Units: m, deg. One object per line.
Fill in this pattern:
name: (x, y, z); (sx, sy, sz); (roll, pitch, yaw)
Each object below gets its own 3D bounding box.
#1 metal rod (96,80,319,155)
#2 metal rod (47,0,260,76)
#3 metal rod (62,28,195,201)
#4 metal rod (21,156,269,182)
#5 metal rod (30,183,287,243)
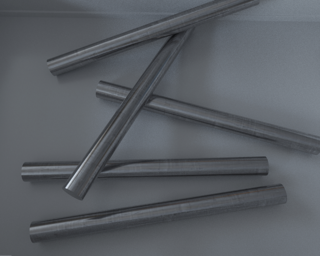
metal rod: (0.061, -0.015, 0.415); (0.302, 0.025, 0.025); (15, 71, 5)
metal rod: (-0.011, -0.133, 0.431); (0.301, 0.025, 0.025); (-19, 71, 3)
metal rod: (-0.025, -0.044, 0.396); (0.025, 0.025, 0.300); (26, 61, 9)
metal rod: (-0.017, 0.052, 0.390); (0.302, 0.025, 0.025); (-1, 70, -1)
metal rod: (0.001, 0.101, 0.372); (0.302, 0.025, 0.025); (-8, 70, -4)
